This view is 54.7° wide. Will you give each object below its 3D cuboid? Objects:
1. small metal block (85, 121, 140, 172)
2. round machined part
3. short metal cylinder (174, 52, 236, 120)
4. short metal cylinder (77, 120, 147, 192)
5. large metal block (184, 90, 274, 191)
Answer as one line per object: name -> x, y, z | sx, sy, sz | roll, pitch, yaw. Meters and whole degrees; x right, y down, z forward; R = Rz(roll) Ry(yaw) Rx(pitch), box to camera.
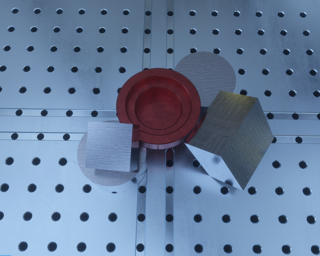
small metal block -> -0.051, 0.019, 0.338 | 0.050, 0.025, 0.050 | 4, 89, 14
round machined part -> -0.002, -0.020, 0.379 | 0.099, 0.042, 0.098 | 0, 70, 0
short metal cylinder -> 0.057, -0.055, 0.419 | 0.081, 0.050, 0.080 | 0, 70, 0
short metal cylinder -> -0.056, 0.036, 0.384 | 0.081, 0.050, 0.080 | 0, 70, 0
large metal block -> 0.086, 0.015, 0.371 | 0.050, 0.080, 0.080 | 20, 67, 43
